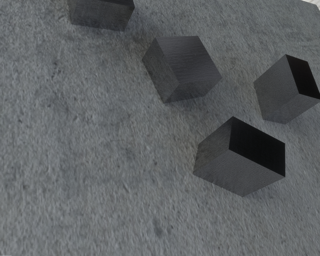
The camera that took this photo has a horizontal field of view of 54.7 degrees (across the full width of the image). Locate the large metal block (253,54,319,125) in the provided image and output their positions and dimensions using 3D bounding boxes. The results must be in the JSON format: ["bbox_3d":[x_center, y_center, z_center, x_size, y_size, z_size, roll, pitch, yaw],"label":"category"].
[{"bbox_3d":[0.212,-0.063,0.524,0.050,0.080,0.080,10,57,-23],"label":"large metal block"}]

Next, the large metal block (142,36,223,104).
[{"bbox_3d":[0.032,-0.088,0.461,0.081,0.050,0.080,-13,69,-34],"label":"large metal block"}]

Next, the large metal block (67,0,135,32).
[{"bbox_3d":[-0.091,-0.196,0.459,0.081,0.050,0.080,-1,62,-29],"label":"large metal block"}]

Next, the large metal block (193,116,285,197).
[{"bbox_3d":[0.101,0.040,0.400,0.080,0.080,0.050,26,53,-13],"label":"large metal block"}]
